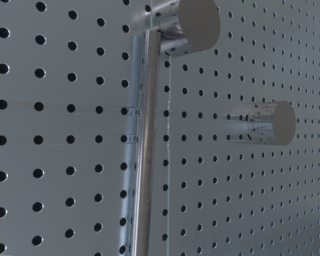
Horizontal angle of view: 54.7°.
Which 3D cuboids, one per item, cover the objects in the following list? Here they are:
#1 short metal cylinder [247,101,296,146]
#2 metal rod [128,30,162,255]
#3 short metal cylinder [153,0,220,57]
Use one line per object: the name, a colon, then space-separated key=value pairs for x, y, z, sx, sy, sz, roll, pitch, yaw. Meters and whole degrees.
short metal cylinder: x=0.204 y=-0.008 z=0.565 sx=0.081 sy=0.050 sz=0.079 roll=0 pitch=90 yaw=-40
metal rod: x=-0.019 y=0.027 z=0.393 sx=0.025 sy=0.025 sz=0.298 roll=6 pitch=87 yaw=-40
short metal cylinder: x=0.037 y=-0.142 z=0.424 sx=0.081 sy=0.050 sz=0.079 roll=0 pitch=91 yaw=-40
